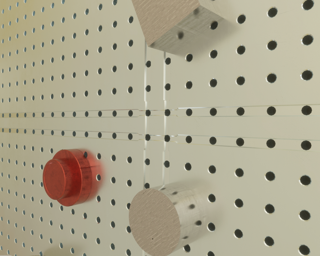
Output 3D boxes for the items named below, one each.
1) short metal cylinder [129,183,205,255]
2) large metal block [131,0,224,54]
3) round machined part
[{"bbox_3d":[0.008,0.111,0.385,0.080,0.050,0.079,0,90,39],"label":"short metal cylinder"},{"bbox_3d":[0.018,-0.150,0.377,0.080,0.050,0.080,-29,72,36],"label":"large metal block"},{"bbox_3d":[-0.164,0.086,0.531,0.098,0.042,0.097,0,90,39],"label":"round machined part"}]
